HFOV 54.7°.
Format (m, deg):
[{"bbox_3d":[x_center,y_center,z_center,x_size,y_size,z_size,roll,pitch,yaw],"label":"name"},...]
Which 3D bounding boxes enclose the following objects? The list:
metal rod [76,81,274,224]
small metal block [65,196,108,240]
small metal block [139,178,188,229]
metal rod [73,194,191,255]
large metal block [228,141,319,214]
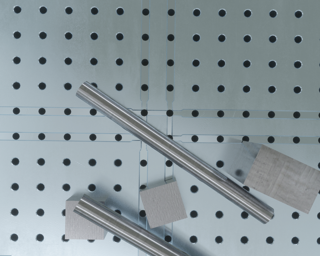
[{"bbox_3d":[0.020,0.033,0.413,0.301,0.025,0.025,34,90,0],"label":"metal rod"},{"bbox_3d":[-0.097,0.119,0.413,0.050,0.025,0.050,1,90,0],"label":"small metal block"},{"bbox_3d":[0.005,0.100,0.413,0.050,0.025,0.050,-17,90,0],"label":"small metal block"},{"bbox_3d":[0.026,0.172,0.399,0.301,0.025,0.025,32,90,-6],"label":"metal rod"},{"bbox_3d":[0.140,0.057,0.387,0.080,0.080,0.050,25,90,0],"label":"large metal block"}]
